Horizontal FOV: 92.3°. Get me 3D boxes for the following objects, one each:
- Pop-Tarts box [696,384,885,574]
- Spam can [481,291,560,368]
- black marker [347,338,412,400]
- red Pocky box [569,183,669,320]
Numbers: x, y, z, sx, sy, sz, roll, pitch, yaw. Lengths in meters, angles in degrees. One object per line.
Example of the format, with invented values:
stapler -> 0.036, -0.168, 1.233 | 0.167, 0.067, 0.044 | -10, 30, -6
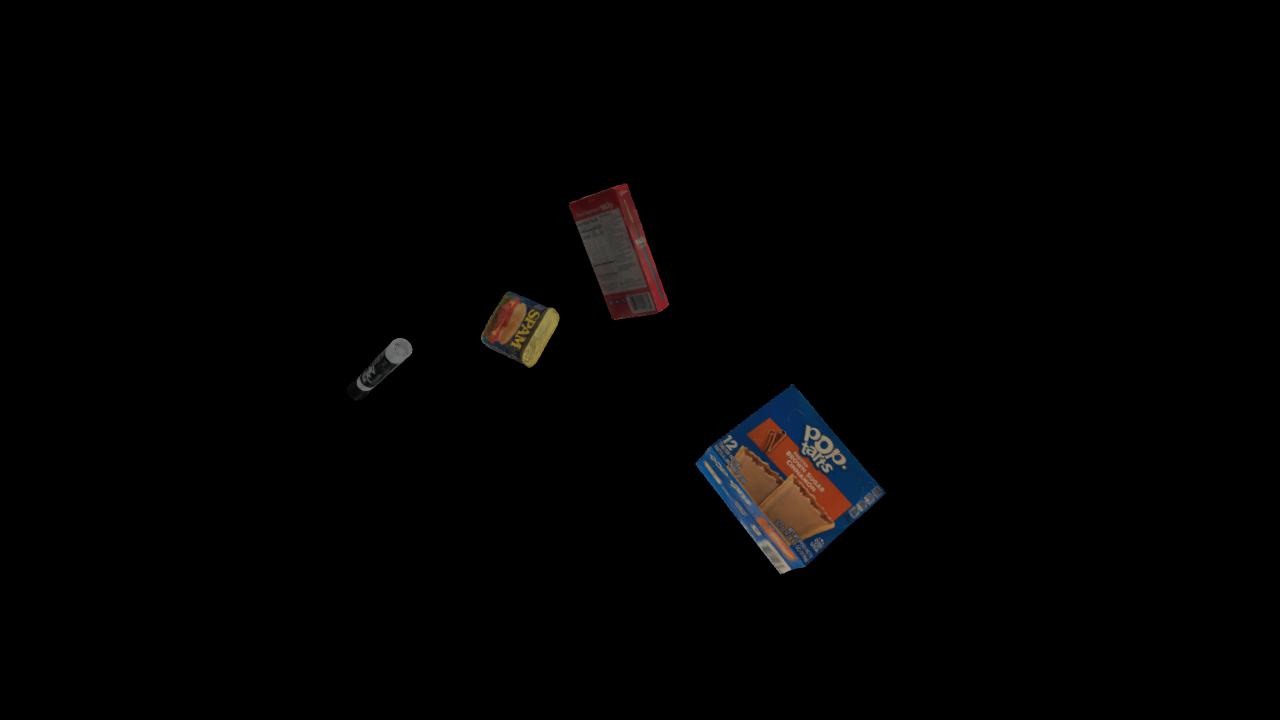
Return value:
Pop-Tarts box -> 0.177, 0.142, 0.740 | 0.141, 0.167, 0.083 | -32, -14, -21
Spam can -> -0.193, -0.051, 0.991 | 0.085, 0.101, 0.058 | 24, -14, 17
black marker -> -0.241, 0.011, 0.564 | 0.020, 0.020, 0.121 | 0, -21, -43
red Pocky box -> -0.025, -0.127, 0.741 | 0.083, 0.155, 0.028 | -4, 23, 44
